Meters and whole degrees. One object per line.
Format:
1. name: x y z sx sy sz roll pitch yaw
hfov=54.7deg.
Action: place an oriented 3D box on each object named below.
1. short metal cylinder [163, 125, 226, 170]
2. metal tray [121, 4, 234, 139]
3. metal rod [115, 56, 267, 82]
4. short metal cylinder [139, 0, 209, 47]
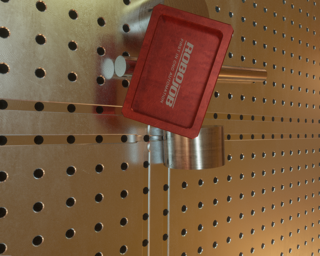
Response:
1. short metal cylinder: 0.045 0.023 0.411 0.081 0.080 0.050 -5 93 -40
2. metal tray: 0.019 -0.062 0.352 0.090 0.030 0.129 18 96 4
3. metal rod: 0.068 -0.085 0.465 0.302 0.025 0.025 -5 94 -40
4. short metal cylinder: 0.020 -0.144 0.409 0.081 0.050 0.079 0 90 -40
